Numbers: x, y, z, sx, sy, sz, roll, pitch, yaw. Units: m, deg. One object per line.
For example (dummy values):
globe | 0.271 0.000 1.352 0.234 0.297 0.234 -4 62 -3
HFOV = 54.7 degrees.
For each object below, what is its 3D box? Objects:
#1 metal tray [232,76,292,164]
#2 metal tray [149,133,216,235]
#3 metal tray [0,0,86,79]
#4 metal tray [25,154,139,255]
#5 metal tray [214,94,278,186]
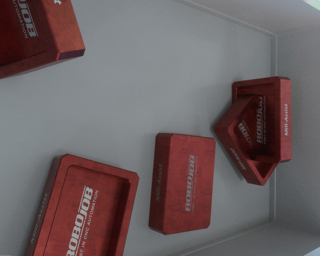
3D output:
metal tray | 0.161 -0.013 0.498 0.030 0.090 0.129 -2 92 -37
metal tray | 0.033 0.075 0.431 0.091 0.030 0.129 8 85 -40
metal tray | -0.122 -0.114 0.258 0.030 0.090 0.129 -33 112 -54
metal tray | -0.079 0.100 0.320 0.091 0.030 0.130 21 71 -29
metal tray | 0.152 0.020 0.512 0.090 0.030 0.130 -48 115 -25
